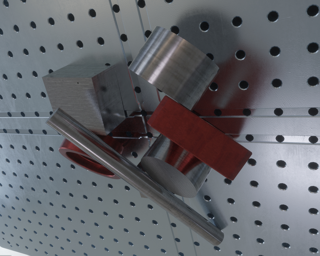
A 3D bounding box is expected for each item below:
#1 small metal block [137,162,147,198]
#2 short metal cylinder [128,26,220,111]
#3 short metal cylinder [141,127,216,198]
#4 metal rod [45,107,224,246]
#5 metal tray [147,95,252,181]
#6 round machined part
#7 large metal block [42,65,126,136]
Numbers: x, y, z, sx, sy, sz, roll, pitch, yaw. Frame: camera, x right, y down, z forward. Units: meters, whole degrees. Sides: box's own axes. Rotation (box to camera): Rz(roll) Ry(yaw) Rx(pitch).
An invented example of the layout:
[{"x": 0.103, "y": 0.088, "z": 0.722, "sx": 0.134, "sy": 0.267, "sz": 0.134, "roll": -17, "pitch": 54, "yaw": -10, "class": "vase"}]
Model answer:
[{"x": -0.007, "y": 0.079, "z": 0.464, "sx": 0.050, "sy": 0.025, "sz": 0.050, "roll": -1, "pitch": 118, "yaw": 28, "class": "small metal block"}, {"x": 0.014, "y": -0.060, "z": 0.322, "sx": 0.080, "sy": 0.080, "sz": 0.050, "roll": 35, "pitch": 96, "yaw": 5, "class": "short metal cylinder"}, {"x": 0.023, "y": 0.044, "z": 0.391, "sx": 0.080, "sy": 0.050, "sz": 0.080, "roll": 28, "pitch": 152, "yaw": 17, "class": "short metal cylinder"}, {"x": -0.020, "y": 0.076, "z": 0.417, "sx": 0.300, "sy": 0.025, "sz": 0.025, "roll": 40, "pitch": 131, "yaw": -21, "class": "metal rod"}, {"x": 0.042, "y": 0.006, "z": 0.328, "sx": 0.090, "sy": 0.130, "sz": 0.030, "roll": 34, "pitch": 96, "yaw": 5, "class": "metal tray"}, {"x": -0.092, "y": 0.035, "z": 0.452, "sx": 0.098, "sy": 0.042, "sz": 0.098, "roll": 19, "pitch": 157, "yaw": 9, "class": "round machined part"}, {"x": -0.101, "y": -0.040, "z": 0.423, "sx": 0.080, "sy": 0.050, "sz": 0.079, "roll": 5, "pitch": 120, "yaw": 25, "class": "large metal block"}]
